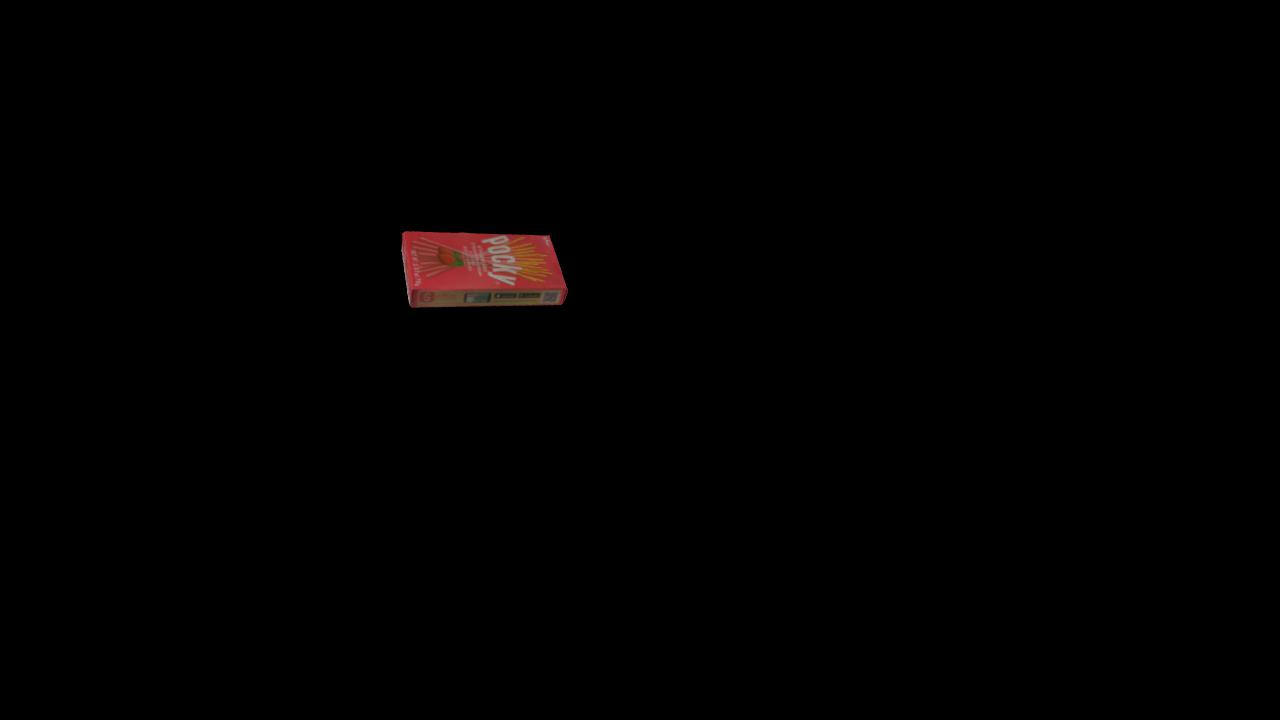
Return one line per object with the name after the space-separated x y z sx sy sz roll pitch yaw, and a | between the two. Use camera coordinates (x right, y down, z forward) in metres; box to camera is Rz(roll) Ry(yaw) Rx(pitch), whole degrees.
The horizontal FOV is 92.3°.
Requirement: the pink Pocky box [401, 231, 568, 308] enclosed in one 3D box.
-0.158 -0.093 0.628 0.155 0.084 0.029 -3 -37 -25 | pink Pocky box
